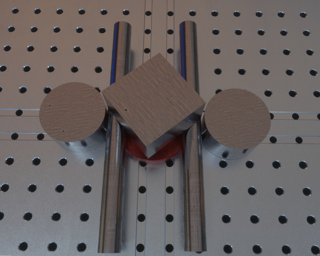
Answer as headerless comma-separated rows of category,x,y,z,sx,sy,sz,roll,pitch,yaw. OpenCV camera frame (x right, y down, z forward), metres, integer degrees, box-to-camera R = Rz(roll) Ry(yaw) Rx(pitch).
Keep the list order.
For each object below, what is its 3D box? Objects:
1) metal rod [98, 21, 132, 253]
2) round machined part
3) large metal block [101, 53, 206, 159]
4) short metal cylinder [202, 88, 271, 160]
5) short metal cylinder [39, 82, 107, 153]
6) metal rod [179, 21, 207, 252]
metal rod,-0.054,-0.004,0.390,0.025,0.025,0.299,1,70,0
round machined part,-0.007,-0.004,0.405,0.099,0.042,0.098,0,70,0
large metal block,-0.007,-0.025,0.357,0.080,0.050,0.080,-36,74,-12
short metal cylinder,0.094,-0.004,0.400,0.081,0.050,0.080,0,70,0
short metal cylinder,-0.107,-0.012,0.402,0.081,0.050,0.080,0,70,0
metal rod,0.039,-0.005,0.391,0.025,0.025,0.299,0,70,0
